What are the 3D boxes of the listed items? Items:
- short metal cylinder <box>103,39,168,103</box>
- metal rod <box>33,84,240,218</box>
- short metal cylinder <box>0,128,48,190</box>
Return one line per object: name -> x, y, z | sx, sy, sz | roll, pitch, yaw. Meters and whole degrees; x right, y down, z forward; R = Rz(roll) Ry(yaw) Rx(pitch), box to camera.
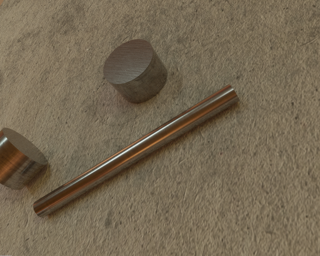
short metal cylinder -> -0.036, -0.084, 0.458 | 0.080, 0.050, 0.080 | -13, 56, 21
metal rod -> -0.036, 0.033, 0.402 | 0.300, 0.025, 0.025 | -31, 52, 7
short metal cylinder -> -0.215, 0.045, 0.454 | 0.050, 0.080, 0.080 | -47, 51, -4
